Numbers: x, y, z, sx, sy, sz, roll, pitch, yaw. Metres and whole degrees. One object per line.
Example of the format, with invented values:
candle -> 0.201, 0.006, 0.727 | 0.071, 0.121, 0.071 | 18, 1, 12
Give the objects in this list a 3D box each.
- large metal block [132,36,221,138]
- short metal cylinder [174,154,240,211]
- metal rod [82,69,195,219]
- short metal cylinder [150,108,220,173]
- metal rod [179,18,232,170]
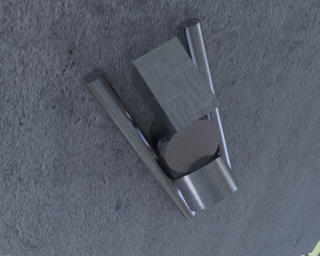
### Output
large metal block -> 0.013, -0.038, 0.336 | 0.050, 0.080, 0.080 | -32, 87, -8
short metal cylinder -> 0.067, 0.078, 0.450 | 0.080, 0.080, 0.050 | -28, 86, -11
metal rod -> -0.012, 0.043, 0.428 | 0.025, 0.025, 0.299 | -35, 129, -5
short metal cylinder -> 0.033, 0.013, 0.418 | 0.081, 0.050, 0.079 | -14, 124, -21
metal rod -> 0.076, -0.009, 0.443 | 0.025, 0.025, 0.299 | -29, 128, -10
